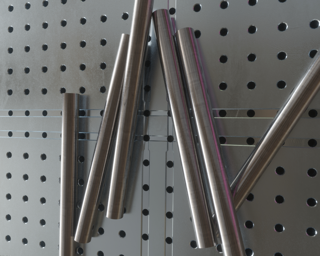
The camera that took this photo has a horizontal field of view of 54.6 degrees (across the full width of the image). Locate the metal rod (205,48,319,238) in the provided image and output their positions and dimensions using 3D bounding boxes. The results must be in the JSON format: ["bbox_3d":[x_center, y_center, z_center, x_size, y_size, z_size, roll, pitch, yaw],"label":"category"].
[{"bbox_3d":[0.139,0.003,0.363,0.025,0.025,0.299,33,101,17],"label":"metal rod"}]

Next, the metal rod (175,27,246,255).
[{"bbox_3d":[0.060,0.020,0.373,0.025,0.025,0.299,-15,78,19],"label":"metal rod"}]

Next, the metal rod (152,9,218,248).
[{"bbox_3d":[0.028,-0.007,0.389,0.025,0.025,0.299,-14,80,19],"label":"metal rod"}]

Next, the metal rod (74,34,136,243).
[{"bbox_3d":[-0.077,0.018,0.440,0.025,0.025,0.298,16,95,19],"label":"metal rod"}]

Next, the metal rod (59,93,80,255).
[{"bbox_3d":[-0.135,0.099,0.461,0.025,0.025,0.298,1,91,20],"label":"metal rod"}]

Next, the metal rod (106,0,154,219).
[{"bbox_3d":[-0.042,-0.023,0.418,0.025,0.025,0.298,11,97,19],"label":"metal rod"}]
